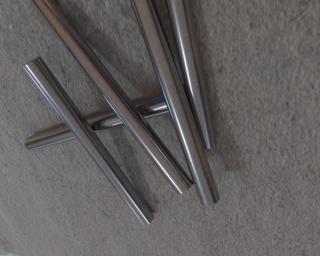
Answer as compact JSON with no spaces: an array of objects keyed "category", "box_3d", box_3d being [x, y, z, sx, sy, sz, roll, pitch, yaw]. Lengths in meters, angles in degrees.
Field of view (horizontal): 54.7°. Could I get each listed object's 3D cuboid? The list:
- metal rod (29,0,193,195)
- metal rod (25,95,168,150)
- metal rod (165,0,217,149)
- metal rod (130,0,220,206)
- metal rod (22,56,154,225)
[{"category":"metal rod","box_3d":[-0.059,-0.044,0.382,0.025,0.025,0.299,-38,90,38]},{"category":"metal rod","box_3d":[-0.102,-0.003,0.456,0.300,0.025,0.025,-14,111,33]},{"category":"metal rod","box_3d":[0.023,-0.111,0.324,0.025,0.025,0.298,-1,118,28]},{"category":"metal rod","box_3d":[0.013,-0.047,0.347,0.025,0.025,0.298,-11,106,32]},{"category":"metal rod","box_3d":[-0.089,0.034,0.445,0.025,0.025,0.299,-13,121,33]}]
